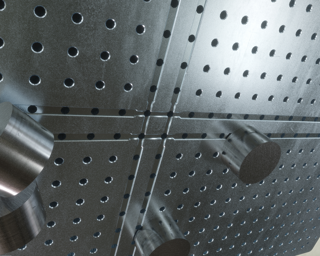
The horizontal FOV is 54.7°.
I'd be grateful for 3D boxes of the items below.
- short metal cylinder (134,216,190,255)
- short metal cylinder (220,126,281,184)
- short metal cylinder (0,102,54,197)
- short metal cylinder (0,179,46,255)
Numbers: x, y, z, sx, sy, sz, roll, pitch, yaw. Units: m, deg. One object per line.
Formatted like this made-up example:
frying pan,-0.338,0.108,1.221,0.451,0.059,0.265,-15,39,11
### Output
short metal cylinder,0.003,0.196,0.518,0.081,0.050,0.079,-14,124,-21
short metal cylinder,0.146,0.043,0.502,0.081,0.050,0.079,-14,124,-21
short metal cylinder,-0.153,0.021,0.305,0.080,0.080,0.050,-43,129,1
short metal cylinder,-0.171,0.088,0.336,0.081,0.080,0.050,-15,125,-20
